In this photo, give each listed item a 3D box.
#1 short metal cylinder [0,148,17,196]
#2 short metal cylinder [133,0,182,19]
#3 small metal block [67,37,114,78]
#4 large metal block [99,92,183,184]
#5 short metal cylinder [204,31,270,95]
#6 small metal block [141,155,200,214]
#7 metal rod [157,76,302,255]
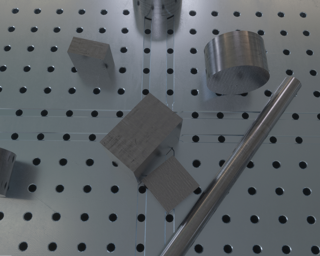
[{"bbox_3d":[-0.218,0.049,0.363,0.080,0.080,0.050,5,70,2],"label":"short metal cylinder"},{"bbox_3d":[-0.004,-0.217,0.477,0.081,0.050,0.080,0,70,0],"label":"short metal cylinder"},{"bbox_3d":[-0.095,-0.098,0.433,0.050,0.050,0.025,13,71,5],"label":"small metal block"},{"bbox_3d":[-0.020,0.016,0.376,0.050,0.080,0.080,40,75,13],"label":"large metal block"},{"bbox_3d":[0.101,-0.084,0.414,0.081,0.080,0.050,-2,70,-1],"label":"short metal cylinder"},{"bbox_3d":[0.013,0.071,0.386,0.050,0.025,0.050,-38,75,-13],"label":"small metal block"},{"bbox_3d":[0.095,0.048,0.394,0.025,0.025,0.300,36,74,12],"label":"metal rod"}]
